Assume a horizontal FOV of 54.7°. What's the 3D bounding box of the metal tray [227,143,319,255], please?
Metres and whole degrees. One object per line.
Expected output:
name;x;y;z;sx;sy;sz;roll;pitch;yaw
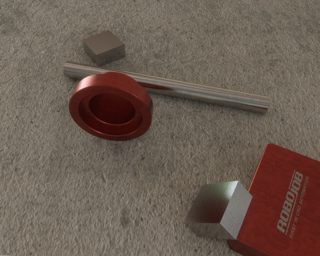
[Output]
metal tray;0.138;0.085;0.330;0.090;0.030;0.130;23;53;17

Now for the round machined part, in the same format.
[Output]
round machined part;-0.057;-0.030;0.381;0.099;0.097;0.042;4;50;3

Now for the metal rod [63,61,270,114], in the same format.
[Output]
metal rod;0.003;-0.061;0.454;0.301;0.025;0.025;11;51;9

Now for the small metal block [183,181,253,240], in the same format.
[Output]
small metal block;0.059;0.083;0.315;0.025;0.050;0.050;48;54;-17

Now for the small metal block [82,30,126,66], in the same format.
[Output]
small metal block;-0.093;-0.132;0.513;0.050;0.025;0.050;-28;56;-22
